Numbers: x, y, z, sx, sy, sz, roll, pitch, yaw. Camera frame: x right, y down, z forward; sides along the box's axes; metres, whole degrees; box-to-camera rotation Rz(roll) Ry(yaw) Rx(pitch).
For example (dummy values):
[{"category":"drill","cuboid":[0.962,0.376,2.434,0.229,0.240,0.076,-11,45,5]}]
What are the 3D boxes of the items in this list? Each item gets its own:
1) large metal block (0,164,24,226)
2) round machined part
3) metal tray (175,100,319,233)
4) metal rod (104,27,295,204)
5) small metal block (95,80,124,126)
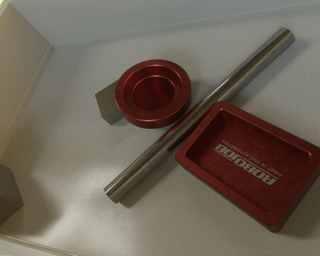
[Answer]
[{"category":"large metal block","cuboid":[-0.256,0.088,0.448,0.050,0.080,0.080,-43,51,-1]},{"category":"round machined part","cuboid":[-0.007,-0.041,0.412,0.099,0.042,0.098,-4,60,7]},{"category":"metal tray","cuboid":[0.091,0.035,0.332,0.130,0.030,0.090,33,80,38]},{"category":"metal rod","cuboid":[0.050,-0.017,0.388,0.300,0.025,0.025,-42,51,-2]},{"category":"small metal block","cuboid":[-0.065,-0.040,0.462,0.050,0.025,0.050,-31,52,8]}]
